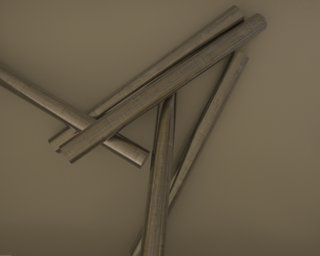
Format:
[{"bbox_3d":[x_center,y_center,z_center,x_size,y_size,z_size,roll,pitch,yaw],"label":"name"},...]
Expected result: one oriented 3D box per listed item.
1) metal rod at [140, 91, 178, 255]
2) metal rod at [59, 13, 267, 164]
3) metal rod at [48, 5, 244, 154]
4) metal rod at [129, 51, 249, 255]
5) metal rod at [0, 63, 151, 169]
[{"bbox_3d":[-0.002,0.077,0.344,0.025,0.025,0.299,6,63,0],"label":"metal rod"},{"bbox_3d":[0.014,-0.055,0.378,0.301,0.025,0.025,-36,90,-13],"label":"metal rod"},{"bbox_3d":[-0.018,-0.064,0.411,0.301,0.025,0.025,-36,90,0],"label":"metal rod"},{"bbox_3d":[0.039,0.037,0.411,0.025,0.025,0.299,27,90,0],"label":"metal rod"},{"bbox_3d":[-0.147,-0.035,0.391,0.301,0.025,0.025,30,90,7],"label":"metal rod"}]
